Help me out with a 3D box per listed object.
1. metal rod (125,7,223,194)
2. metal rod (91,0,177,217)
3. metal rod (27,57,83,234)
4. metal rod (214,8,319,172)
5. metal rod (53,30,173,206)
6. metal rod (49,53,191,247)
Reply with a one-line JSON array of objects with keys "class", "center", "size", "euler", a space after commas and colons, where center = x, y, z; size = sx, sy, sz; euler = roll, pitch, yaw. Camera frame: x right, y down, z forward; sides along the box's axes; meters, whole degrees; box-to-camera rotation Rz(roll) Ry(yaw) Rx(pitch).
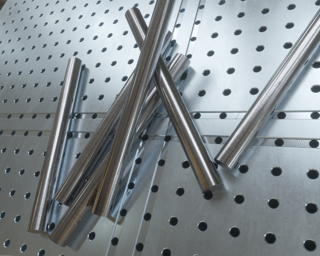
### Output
[{"class": "metal rod", "center": [0.008, -0.055, 0.410], "size": [0.025, 0.025, 0.299], "euler": [-28, 61, 11]}, {"class": "metal rod", "center": [-0.031, -0.036, 0.398], "size": [0.025, 0.025, 0.299], "euler": [13, 84, 33]}, {"class": "metal rod", "center": [-0.158, 0.009, 0.487], "size": [0.025, 0.025, 0.300], "euler": [-12, 57, 22]}, {"class": "metal rod", "center": [0.159, -0.076, 0.371], "size": [0.025, 0.025, 0.300], "euler": [30, 78, 37]}, {"class": "metal rod", "center": [-0.061, -0.026, 0.457], "size": [0.025, 0.025, 0.300], "euler": [19, 71, 35]}, {"class": "metal rod", "center": [-0.048, 0.021, 0.421], "size": [0.025, 0.025, 0.300], "euler": [25, 75, 37]}]
